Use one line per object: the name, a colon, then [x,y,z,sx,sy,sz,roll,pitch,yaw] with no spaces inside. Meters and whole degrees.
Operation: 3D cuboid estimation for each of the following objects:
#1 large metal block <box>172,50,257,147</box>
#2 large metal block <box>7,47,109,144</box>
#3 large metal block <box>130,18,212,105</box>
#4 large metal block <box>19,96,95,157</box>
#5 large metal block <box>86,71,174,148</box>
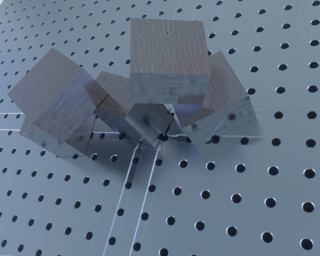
large metal block: [0.060,-0.035,0.382,0.080,0.050,0.080,-27,53,11]
large metal block: [-0.124,-0.041,0.377,0.080,0.050,0.080,-49,51,-7]
large metal block: [0.008,-0.074,0.344,0.081,0.050,0.080,1,58,-5]
large metal block: [-0.144,-0.011,0.452,0.050,0.080,0.080,-6,59,25]
large metal block: [-0.041,-0.024,0.407,0.080,0.080,0.050,20,73,35]
